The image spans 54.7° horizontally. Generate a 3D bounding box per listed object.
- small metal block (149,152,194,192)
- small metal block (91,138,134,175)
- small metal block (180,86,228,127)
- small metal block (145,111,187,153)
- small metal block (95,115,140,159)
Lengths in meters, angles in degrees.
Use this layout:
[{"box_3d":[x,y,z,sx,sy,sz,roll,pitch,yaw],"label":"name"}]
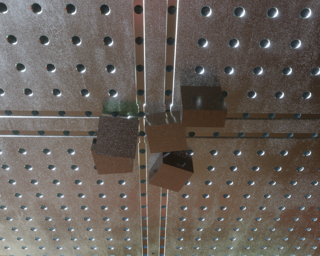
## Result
[{"box_3d":[0.016,0.067,0.469,0.050,0.025,0.050,19,127,-17],"label":"small metal block"},{"box_3d":[-0.067,0.040,0.445,0.050,0.025,0.050,-4,130,3],"label":"small metal block"},{"box_3d":[0.050,-0.027,0.374,0.050,0.050,0.025,1,130,-1],"label":"small metal block"},{"box_3d":[0.009,0.006,0.417,0.050,0.025,0.050,-6,130,4],"label":"small metal block"},{"box_3d":[-0.055,0.011,0.404,0.050,0.025,0.050,7,91,-6],"label":"small metal block"}]
